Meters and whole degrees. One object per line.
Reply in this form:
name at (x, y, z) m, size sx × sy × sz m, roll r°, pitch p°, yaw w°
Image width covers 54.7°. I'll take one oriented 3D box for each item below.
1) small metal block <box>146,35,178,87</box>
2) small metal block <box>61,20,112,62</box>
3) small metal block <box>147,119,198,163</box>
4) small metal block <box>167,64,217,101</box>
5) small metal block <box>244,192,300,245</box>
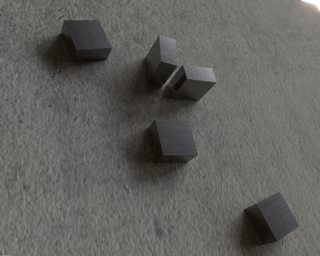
small metal block at (0.001, -0.097, 0.449) m, size 0.025 × 0.050 × 0.050 m, roll 10°, pitch 57°, yaw -23°
small metal block at (-0.101, -0.120, 0.423) m, size 0.050 × 0.025 × 0.050 m, roll -14°, pitch 69°, yaw -34°
small metal block at (0.016, 0.017, 0.403) m, size 0.050 × 0.025 × 0.050 m, roll 1°, pitch 61°, yaw -28°
small metal block at (0.046, -0.065, 0.454) m, size 0.050 × 0.050 × 0.025 m, roll 1°, pitch 61°, yaw -28°
small metal block at (0.150, 0.120, 0.414) m, size 0.050 × 0.025 × 0.050 m, roll -14°, pitch 69°, yaw -34°
